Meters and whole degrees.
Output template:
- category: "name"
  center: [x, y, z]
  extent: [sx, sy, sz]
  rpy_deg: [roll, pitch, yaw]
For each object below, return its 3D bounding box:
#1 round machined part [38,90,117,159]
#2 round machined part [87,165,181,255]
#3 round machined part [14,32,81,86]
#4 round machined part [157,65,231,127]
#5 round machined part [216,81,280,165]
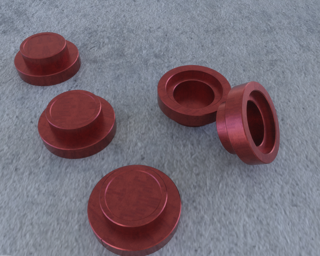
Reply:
- category: "round machined part"
  center: [-0.108, -0.012, 0.401]
  extent: [0.099, 0.042, 0.098]
  rpy_deg: [0, 50, 0]
- category: "round machined part"
  center: [-0.027, 0.079, 0.325]
  extent: [0.099, 0.042, 0.098]
  rpy_deg: [0, 50, 0]
- category: "round machined part"
  center: [-0.178, -0.114, 0.485]
  extent: [0.099, 0.042, 0.098]
  rpy_deg: [0, 50, 0]
- category: "round machined part"
  center: [0.046, -0.040, 0.426]
  extent: [0.099, 0.042, 0.098]
  rpy_deg: [0, 50, 0]
- category: "round machined part"
  center: [0.104, -0.004, 0.373]
  extent: [0.042, 0.098, 0.098]
  rpy_deg: [-13, 38, 41]
